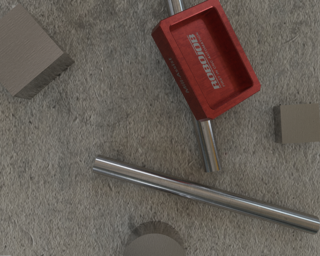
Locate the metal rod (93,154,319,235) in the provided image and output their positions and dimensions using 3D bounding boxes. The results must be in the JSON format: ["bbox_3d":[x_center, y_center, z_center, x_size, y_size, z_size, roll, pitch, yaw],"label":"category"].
[{"bbox_3d":[0.060,0.088,0.410,0.302,0.025,0.025,16,90,-1],"label":"metal rod"}]

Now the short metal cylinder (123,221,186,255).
[{"bbox_3d":[-0.007,0.167,0.398,0.081,0.050,0.079,0,90,-1],"label":"short metal cylinder"}]

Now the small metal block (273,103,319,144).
[{"bbox_3d":[0.182,-0.006,0.412,0.050,0.025,0.050,-3,90,-1],"label":"small metal block"}]

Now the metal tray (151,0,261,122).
[{"bbox_3d":[0.059,-0.084,0.387,0.091,0.030,0.130,-31,96,-20],"label":"metal tray"}]

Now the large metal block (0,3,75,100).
[{"bbox_3d":[-0.172,-0.094,0.395,0.080,0.050,0.080,-41,91,0],"label":"large metal block"}]

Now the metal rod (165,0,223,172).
[{"bbox_3d":[0.037,-0.090,0.410,0.025,0.025,0.298,-13,90,0],"label":"metal rod"}]
